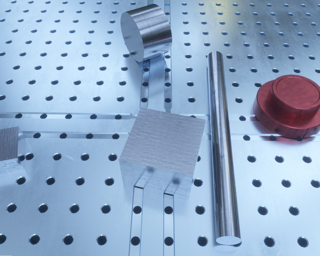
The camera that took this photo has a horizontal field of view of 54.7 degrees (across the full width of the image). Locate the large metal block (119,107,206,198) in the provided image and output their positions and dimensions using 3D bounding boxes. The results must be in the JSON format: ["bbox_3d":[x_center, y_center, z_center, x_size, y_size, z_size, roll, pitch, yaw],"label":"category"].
[{"bbox_3d":[0.005,0.028,0.368,0.080,0.050,0.080,11,51,9],"label":"large metal block"}]

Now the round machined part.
[{"bbox_3d":[0.185,-0.037,0.430,0.099,0.042,0.098,0,50,0],"label":"round machined part"}]

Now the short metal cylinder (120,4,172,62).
[{"bbox_3d":[-0.023,-0.153,0.500,0.050,0.080,0.080,-25,55,-19],"label":"short metal cylinder"}]

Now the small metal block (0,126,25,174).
[{"bbox_3d":[-0.197,0.029,0.381,0.050,0.025,0.050,-11,51,-10],"label":"small metal block"}]

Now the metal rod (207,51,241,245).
[{"bbox_3d":[0.080,-0.001,0.409,0.025,0.025,0.300,3,50,2],"label":"metal rod"}]
